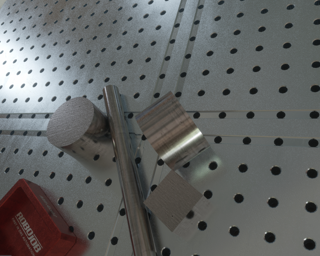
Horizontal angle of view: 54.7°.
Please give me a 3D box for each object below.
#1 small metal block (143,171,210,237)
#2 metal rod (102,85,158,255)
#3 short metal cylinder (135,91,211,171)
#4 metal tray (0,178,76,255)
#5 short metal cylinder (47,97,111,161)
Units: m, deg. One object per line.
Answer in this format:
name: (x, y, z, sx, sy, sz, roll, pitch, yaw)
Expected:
small metal block: (0.018, 0.083, 0.347, 0.050, 0.025, 0.050, -49, 52, -6)
metal rod: (-0.041, 0.056, 0.395, 0.025, 0.025, 0.299, -26, 52, 12)
short metal cylinder: (0.015, 0.003, 0.363, 0.050, 0.080, 0.080, -36, 51, 5)
metal tray: (-0.180, 0.140, 0.414, 0.130, 0.030, 0.090, 34, 81, 38)
short metal cylinder: (-0.116, 0.002, 0.452, 0.080, 0.050, 0.080, -13, 56, 21)
